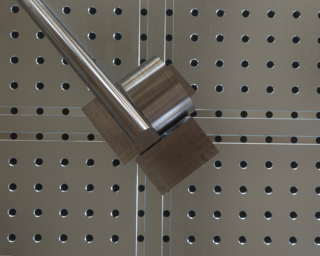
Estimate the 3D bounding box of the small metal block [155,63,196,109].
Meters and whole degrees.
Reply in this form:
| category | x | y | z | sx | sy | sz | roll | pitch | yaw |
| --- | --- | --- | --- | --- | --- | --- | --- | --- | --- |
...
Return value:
| category | x | y | z | sx | sy | sz | roll | pitch | yaw |
| --- | --- | --- | --- | --- | --- | --- | --- | --- | --- |
| small metal block | 0.012 | -0.049 | 0.414 | 0.050 | 0.025 | 0.050 | -42 | 91 | 0 |

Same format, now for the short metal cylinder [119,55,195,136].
| category | x | y | z | sx | sy | sz | roll | pitch | yaw |
| --- | --- | --- | --- | --- | --- | --- | --- | --- | --- |
| short metal cylinder | -0.003 | -0.037 | 0.360 | 0.050 | 0.080 | 0.080 | -37 | 90 | 0 |

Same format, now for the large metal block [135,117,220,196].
| category | x | y | z | sx | sy | sz | roll | pitch | yaw |
| --- | --- | --- | --- | --- | --- | --- | --- | --- | --- |
| large metal block | 0.019 | 0.031 | 0.384 | 0.080 | 0.080 | 0.050 | -37 | 90 | 0 |

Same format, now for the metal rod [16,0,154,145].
| category | x | y | z | sx | sy | sz | roll | pitch | yaw |
| --- | --- | --- | --- | --- | --- | --- | --- | --- | --- |
| metal rod | -0.109 | -0.097 | 0.360 | 0.025 | 0.025 | 0.300 | -41 | 69 | 0 |

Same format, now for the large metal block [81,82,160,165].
| category | x | y | z | sx | sy | sz | roll | pitch | yaw |
| --- | --- | --- | --- | --- | --- | --- | --- | --- | --- |
| large metal block | -0.044 | -0.005 | 0.386 | 0.050 | 0.080 | 0.080 | -38 | 90 | 0 |
